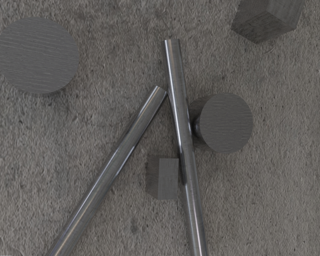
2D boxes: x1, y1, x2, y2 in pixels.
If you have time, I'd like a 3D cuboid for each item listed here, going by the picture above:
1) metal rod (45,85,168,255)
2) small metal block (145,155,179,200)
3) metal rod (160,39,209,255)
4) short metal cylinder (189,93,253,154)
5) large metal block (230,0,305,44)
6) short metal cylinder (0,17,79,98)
[{"bbox_3d":[-0.076,0.077,0.381,0.025,0.025,0.300,35,79,-17],"label":"metal rod"},{"bbox_3d":[0.002,0.061,0.397,0.025,0.050,0.050,3,89,-20],"label":"small metal block"},{"bbox_3d":[0.035,0.036,0.411,0.025,0.025,0.298,-11,98,-20],"label":"metal rod"},{"bbox_3d":[0.079,-0.006,0.425,0.081,0.050,0.080,0,90,-20],"label":"short metal cylinder"},{"bbox_3d":[0.155,-0.175,0.437,0.050,0.080,0.080,23,82,-19],"label":"large metal block"},{"bbox_3d":[-0.135,-0.076,0.346,0.081,0.050,0.080,0,90,-20],"label":"short metal cylinder"}]
